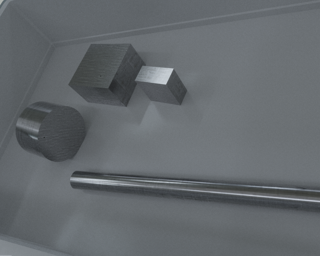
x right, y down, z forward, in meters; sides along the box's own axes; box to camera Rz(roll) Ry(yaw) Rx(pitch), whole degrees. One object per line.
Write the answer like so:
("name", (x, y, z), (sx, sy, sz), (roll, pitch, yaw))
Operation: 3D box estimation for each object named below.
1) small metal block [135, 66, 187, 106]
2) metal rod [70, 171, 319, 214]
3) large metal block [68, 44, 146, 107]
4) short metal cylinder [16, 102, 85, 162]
("small metal block", (0.002, -0.058, 0.423), (0.050, 0.050, 0.025), (12, 68, 33))
("metal rod", (0.021, 0.068, 0.351), (0.300, 0.025, 0.025), (-1, 61, 27))
("large metal block", (-0.081, -0.083, 0.481), (0.080, 0.050, 0.080), (9, 66, 31))
("short metal cylinder", (-0.156, 0.004, 0.448), (0.050, 0.080, 0.080), (12, 68, 33))
